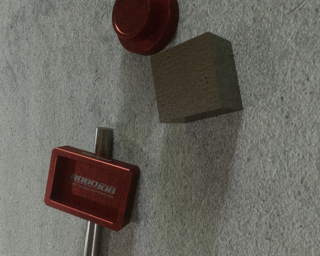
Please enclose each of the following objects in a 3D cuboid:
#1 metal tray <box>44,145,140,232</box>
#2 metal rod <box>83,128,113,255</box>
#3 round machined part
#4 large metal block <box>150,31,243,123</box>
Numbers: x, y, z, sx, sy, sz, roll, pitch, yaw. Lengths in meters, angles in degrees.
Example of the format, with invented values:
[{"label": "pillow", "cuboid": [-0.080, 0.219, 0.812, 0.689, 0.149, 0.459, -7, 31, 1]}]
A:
[{"label": "metal tray", "cuboid": [-0.101, 0.085, 0.452, 0.130, 0.030, 0.089, 14, 98, 18]}, {"label": "metal rod", "cuboid": [-0.102, 0.148, 0.486, 0.025, 0.025, 0.298, 12, 97, 39]}, {"label": "round machined part", "cuboid": [-0.026, -0.149, 0.413, 0.098, 0.042, 0.097, 0, 90, 39]}, {"label": "large metal block", "cuboid": [0.040, -0.052, 0.354, 0.080, 0.050, 0.080, -14, 81, 39]}]
